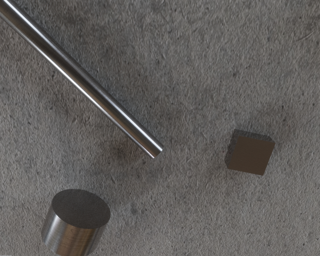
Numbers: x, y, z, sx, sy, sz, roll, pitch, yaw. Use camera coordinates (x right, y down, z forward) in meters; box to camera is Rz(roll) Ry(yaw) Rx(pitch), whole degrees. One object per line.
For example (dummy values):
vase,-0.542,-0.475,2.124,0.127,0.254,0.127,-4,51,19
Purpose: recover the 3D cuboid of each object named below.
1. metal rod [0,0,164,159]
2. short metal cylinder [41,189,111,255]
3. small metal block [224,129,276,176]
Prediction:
metal rod,-0.107,-0.069,0.382,0.025,0.025,0.300,-42,105,13
short metal cylinder,-0.115,0.129,0.426,0.080,0.080,0.050,22,109,-8
small metal block,0.122,0.033,0.424,0.050,0.025,0.050,12,110,-5
